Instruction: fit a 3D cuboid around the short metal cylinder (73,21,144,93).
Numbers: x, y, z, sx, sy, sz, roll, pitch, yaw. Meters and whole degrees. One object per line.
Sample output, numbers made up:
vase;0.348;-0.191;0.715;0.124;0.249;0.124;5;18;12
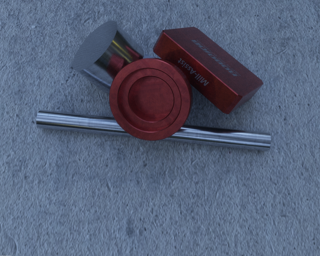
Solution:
short metal cylinder;-0.068;-0.093;0.409;0.080;0.050;0.080;-25;45;29

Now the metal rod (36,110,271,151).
metal rod;-0.009;0.003;0.408;0.302;0.025;0.025;6;70;2

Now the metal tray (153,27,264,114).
metal tray;0.065;-0.081;0.410;0.130;0.030;0.091;44;37;14

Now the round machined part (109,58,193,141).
round machined part;-0.009;-0.037;0.381;0.098;0.042;0.097;3;105;11

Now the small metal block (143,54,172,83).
small metal block;-0.001;-0.068;0.419;0.050;0.050;0.025;22;72;8
